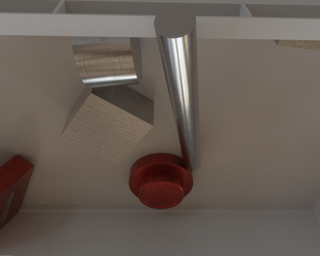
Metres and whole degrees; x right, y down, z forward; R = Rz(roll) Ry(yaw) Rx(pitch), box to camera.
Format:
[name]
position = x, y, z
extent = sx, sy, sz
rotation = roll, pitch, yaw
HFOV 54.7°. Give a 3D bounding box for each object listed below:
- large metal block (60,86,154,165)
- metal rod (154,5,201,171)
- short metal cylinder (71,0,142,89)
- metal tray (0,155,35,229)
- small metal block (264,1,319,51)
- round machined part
[large metal block]
position = -0.064, -0.011, 0.382
extent = 0.080, 0.050, 0.080
rotation = 28, 124, -23
[metal rod]
position = 0.028, -0.006, 0.320
extent = 0.025, 0.025, 0.299
rotation = -7, 157, 5
[short metal cylinder]
position = -0.048, -0.081, 0.303
extent = 0.050, 0.080, 0.080
rotation = -5, 130, 4
[metal tray]
position = -0.237, 0.110, 0.452
extent = 0.030, 0.090, 0.129
rotation = 34, 125, 1
[small metal block]
position = 0.138, -0.102, 0.308
extent = 0.050, 0.050, 0.025
rotation = 6, 130, -5
[round machined part]
position = 0.002, 0.087, 0.472
extent = 0.099, 0.042, 0.097
rotation = -1, 130, 0
